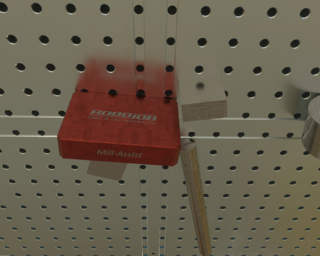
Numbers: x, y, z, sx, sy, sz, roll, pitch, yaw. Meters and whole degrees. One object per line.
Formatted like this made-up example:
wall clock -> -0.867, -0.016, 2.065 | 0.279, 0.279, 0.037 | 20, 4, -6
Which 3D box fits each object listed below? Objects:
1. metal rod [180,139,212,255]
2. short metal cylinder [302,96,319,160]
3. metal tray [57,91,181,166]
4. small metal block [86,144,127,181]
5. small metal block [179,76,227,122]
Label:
metal rod -> 0.065, 0.135, 0.527 | 0.025, 0.025, 0.298 | -8, 130, 6
short metal cylinder -> 0.221, 0.000, 0.379 | 0.080, 0.080, 0.050 | -6, 130, 4
metal tray -> -0.044, -0.002, 0.366 | 0.131, 0.090, 0.030 | 5, 130, -5
small metal block -> -0.075, 0.047, 0.451 | 0.050, 0.025, 0.050 | 15, 129, -13
small metal block -> 0.050, -0.035, 0.366 | 0.050, 0.050, 0.025 | -6, 130, 4
